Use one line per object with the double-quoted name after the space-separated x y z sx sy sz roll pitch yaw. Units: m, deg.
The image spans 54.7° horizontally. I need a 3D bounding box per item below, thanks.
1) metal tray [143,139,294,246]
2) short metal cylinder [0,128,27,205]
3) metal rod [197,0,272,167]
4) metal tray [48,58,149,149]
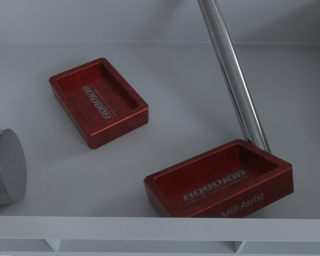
0.059 0.059 0.326 0.131 0.030 0.090 -20 23 -17 "metal tray"
-0.182 0.044 0.330 0.050 0.080 0.080 -9 51 -8 "short metal cylinder"
0.087 -0.095 0.407 0.025 0.025 0.299 -13 76 -11 "metal rod"
-0.086 -0.040 0.434 0.091 0.030 0.130 -27 56 -22 "metal tray"
